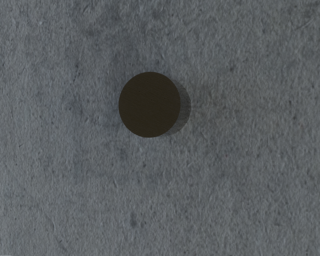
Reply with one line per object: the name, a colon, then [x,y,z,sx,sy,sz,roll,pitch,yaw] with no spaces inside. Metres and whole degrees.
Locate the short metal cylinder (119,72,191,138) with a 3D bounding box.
short metal cylinder: [-0.005,-0.028,0.397,0.080,0.050,0.079,0,90,19]
